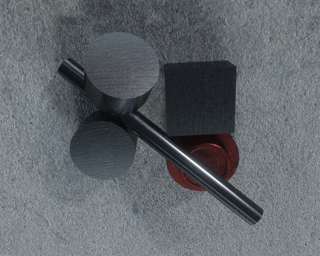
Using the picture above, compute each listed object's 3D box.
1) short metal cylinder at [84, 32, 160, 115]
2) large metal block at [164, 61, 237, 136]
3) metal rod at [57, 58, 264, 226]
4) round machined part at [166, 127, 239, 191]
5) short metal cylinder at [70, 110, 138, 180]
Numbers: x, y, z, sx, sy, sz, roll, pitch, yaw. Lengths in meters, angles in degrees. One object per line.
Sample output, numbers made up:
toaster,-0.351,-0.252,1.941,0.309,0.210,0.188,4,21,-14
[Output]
short metal cylinder,-0.046,-0.061,0.355,0.081,0.050,0.080,4,72,-13
large metal block,0.047,-0.038,0.382,0.080,0.050,0.079,-3,110,1
metal rod,0.000,0.016,0.381,0.300,0.025,0.025,38,106,0
round machined part,0.058,0.044,0.418,0.099,0.042,0.097,0,110,0
short metal cylinder,-0.071,0.020,0.405,0.081,0.050,0.079,0,110,0
